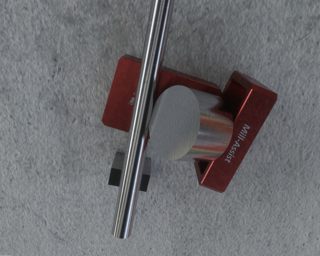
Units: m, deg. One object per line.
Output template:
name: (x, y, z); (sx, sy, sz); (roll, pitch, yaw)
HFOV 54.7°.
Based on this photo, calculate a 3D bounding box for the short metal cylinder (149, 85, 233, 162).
short metal cylinder: (0.033, -0.003, 0.342); (0.050, 0.080, 0.079); (9, 114, -39)

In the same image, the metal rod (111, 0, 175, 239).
metal rod: (-0.021, -0.010, 0.365); (0.025, 0.025, 0.298); (10, 101, -4)

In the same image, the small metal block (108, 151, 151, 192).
small metal block: (-0.040, 0.058, 0.418); (0.050, 0.050, 0.025); (12, 110, -5)

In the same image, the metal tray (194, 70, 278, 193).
metal tray: (0.084, 0.002, 0.378); (0.030, 0.090, 0.129); (22, 109, -8)

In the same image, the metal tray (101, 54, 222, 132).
metal tray: (0.001, -0.031, 0.396); (0.131, 0.030, 0.089); (17, 109, -7)
